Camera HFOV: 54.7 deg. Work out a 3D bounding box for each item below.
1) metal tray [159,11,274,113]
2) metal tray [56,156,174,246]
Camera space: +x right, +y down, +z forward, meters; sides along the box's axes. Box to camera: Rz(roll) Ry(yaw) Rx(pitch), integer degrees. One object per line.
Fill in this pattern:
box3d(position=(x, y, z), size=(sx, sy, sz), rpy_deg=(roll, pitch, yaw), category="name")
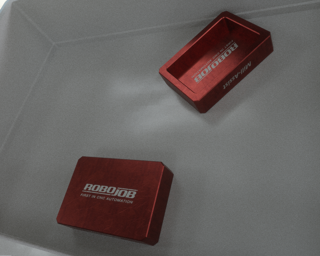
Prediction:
box3d(position=(0.074, -0.092, 0.420), size=(0.130, 0.030, 0.090), rpy_deg=(-42, 51, -1), category="metal tray")
box3d(position=(-0.056, 0.085, 0.380), size=(0.130, 0.030, 0.090), rpy_deg=(1, 62, 28), category="metal tray")
